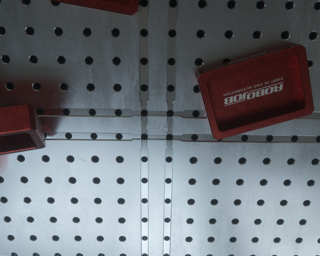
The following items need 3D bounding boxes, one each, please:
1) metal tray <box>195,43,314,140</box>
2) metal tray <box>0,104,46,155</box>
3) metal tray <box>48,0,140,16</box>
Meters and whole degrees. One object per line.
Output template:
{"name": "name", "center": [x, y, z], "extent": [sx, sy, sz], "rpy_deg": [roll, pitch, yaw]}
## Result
{"name": "metal tray", "center": [0.119, -0.045, 0.394], "extent": [0.130, 0.030, 0.090], "rpy_deg": [-16, 110, 5]}
{"name": "metal tray", "center": [-0.209, 0.010, 0.361], "extent": [0.131, 0.090, 0.030], "rpy_deg": [-9, 75, -16]}
{"name": "metal tray", "center": [-0.083, -0.182, 0.342], "extent": [0.131, 0.030, 0.089], "rpy_deg": [9, 110, -4]}
